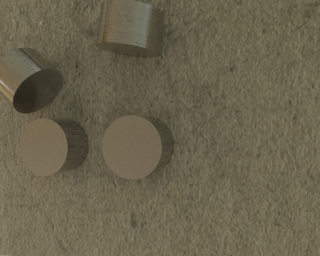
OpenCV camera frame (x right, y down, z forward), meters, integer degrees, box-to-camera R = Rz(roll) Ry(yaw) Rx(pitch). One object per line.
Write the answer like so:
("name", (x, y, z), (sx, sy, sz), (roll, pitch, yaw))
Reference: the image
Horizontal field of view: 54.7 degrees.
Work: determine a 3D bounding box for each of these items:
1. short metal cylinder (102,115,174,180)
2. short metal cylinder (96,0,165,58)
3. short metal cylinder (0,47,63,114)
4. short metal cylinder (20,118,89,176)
("short metal cylinder", (-0.027, 0.024, 0.404), (0.080, 0.050, 0.079), (0, 90, 19))
("short metal cylinder", (-0.037, -0.123, 0.392), (0.080, 0.080, 0.050), (9, 93, 19))
("short metal cylinder", (-0.189, -0.067, 0.445), (0.050, 0.080, 0.080), (42, 103, 15))
("short metal cylinder", (-0.152, 0.026, 0.448), (0.080, 0.050, 0.079), (0, 90, 19))
